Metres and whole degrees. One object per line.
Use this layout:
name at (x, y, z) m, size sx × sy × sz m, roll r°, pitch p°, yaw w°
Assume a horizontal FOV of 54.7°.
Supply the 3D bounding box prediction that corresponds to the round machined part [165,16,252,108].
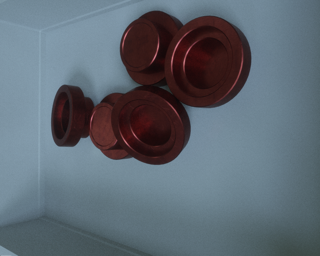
round machined part at (0.056, -0.071, 0.348) m, size 0.098 × 0.042 × 0.097 m, roll 0°, pitch 90°, yaw 39°

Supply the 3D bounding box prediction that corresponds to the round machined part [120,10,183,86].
round machined part at (-0.014, -0.105, 0.406) m, size 0.098 × 0.042 × 0.097 m, roll 0°, pitch 90°, yaw 39°

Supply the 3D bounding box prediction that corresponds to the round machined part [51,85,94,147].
round machined part at (-0.138, -0.018, 0.497) m, size 0.098 × 0.042 × 0.097 m, roll -8°, pitch 79°, yaw 53°

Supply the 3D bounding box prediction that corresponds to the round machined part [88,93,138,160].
round machined part at (-0.066, -0.002, 0.448) m, size 0.098 × 0.042 × 0.097 m, roll 0°, pitch 90°, yaw 39°

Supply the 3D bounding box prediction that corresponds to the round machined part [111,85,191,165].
round machined part at (-0.008, -0.007, 0.384) m, size 0.098 × 0.042 × 0.097 m, roll 12°, pitch 120°, yaw 22°
